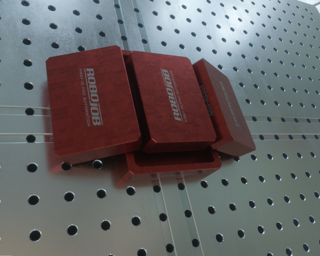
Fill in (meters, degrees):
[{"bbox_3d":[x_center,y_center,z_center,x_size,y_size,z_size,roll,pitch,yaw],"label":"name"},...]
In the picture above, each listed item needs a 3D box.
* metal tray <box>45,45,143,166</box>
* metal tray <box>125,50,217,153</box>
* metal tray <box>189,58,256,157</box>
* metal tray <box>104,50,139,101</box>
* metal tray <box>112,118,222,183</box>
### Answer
[{"bbox_3d":[-0.078,-0.030,0.359,0.091,0.030,0.130,-12,66,-6],"label":"metal tray"},{"bbox_3d":[0.010,-0.035,0.394,0.091,0.030,0.130,0,62,-29],"label":"metal tray"},{"bbox_3d":[0.088,-0.028,0.447,0.090,0.030,0.130,19,49,-51],"label":"metal tray"},{"bbox_3d":[-0.012,-0.061,0.437,0.131,0.030,0.090,0,62,-28],"label":"metal tray"},{"bbox_3d":[0.009,0.019,0.400,0.131,0.030,0.090,0,62,-28],"label":"metal tray"}]
